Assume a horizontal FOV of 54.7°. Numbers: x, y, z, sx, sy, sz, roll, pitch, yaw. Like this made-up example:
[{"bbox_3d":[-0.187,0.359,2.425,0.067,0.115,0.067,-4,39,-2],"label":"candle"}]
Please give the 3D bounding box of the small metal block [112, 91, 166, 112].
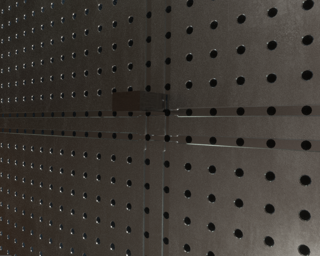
[{"bbox_3d":[-0.028,-0.034,0.414,0.050,0.050,0.025,2,91,39],"label":"small metal block"}]
